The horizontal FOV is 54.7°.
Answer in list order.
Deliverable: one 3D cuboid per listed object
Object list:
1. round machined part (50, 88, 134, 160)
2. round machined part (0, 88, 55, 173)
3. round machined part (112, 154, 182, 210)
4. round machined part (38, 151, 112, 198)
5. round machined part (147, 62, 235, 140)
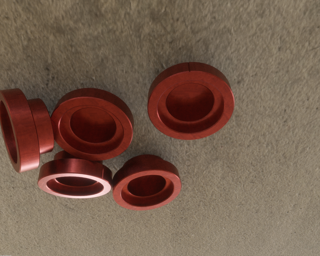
[{"bbox_3d":[-0.082,-0.008,0.386,0.099,0.042,0.097,0,128,0],"label":"round machined part"},{"bbox_3d":[-0.158,0.001,0.369,0.042,0.098,0.097,-14,139,-34],"label":"round machined part"},{"bbox_3d":[-0.021,0.076,0.454,0.099,0.042,0.097,-7,134,-7],"label":"round machined part"},{"bbox_3d":[-0.117,0.063,0.436,0.099,0.042,0.098,-1,149,-1],"label":"round machined part"},{"bbox_3d":[0.035,-0.035,0.367,0.099,0.042,0.097,-1,130,0],"label":"round machined part"}]
